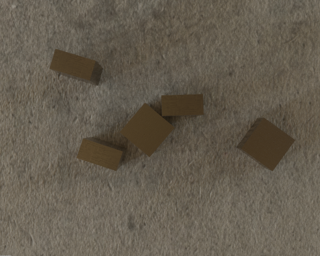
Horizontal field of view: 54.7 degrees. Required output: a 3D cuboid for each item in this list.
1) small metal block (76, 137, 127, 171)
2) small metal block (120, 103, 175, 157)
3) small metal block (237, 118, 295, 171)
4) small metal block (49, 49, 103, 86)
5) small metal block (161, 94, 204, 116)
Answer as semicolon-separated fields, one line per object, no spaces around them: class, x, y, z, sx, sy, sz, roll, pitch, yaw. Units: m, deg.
small metal block;-0.073;0.032;0.397;0.050;0.050;0.025;18;90;-1
small metal block;-0.016;0.002;0.410;0.050;0.025;0.050;40;90;-1
small metal block;0.140;0.021;0.412;0.050;0.025;0.050;36;90;-1
small metal block;-0.105;-0.076;0.396;0.050;0.050;0.025;17;90;-1
small metal block;0.027;-0.028;0.398;0.050;0.050;0.025;-2;90;-1
